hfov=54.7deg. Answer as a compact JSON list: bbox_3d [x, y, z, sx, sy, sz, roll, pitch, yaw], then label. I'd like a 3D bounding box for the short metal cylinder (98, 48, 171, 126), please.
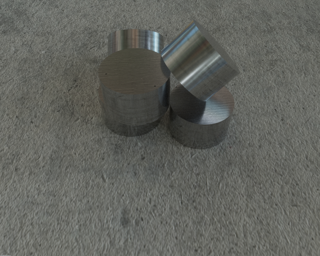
[{"bbox_3d":[-0.028,-0.049,0.364,0.081,0.050,0.080,0,50,0],"label":"short metal cylinder"}]

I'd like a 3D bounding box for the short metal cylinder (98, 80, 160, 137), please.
[{"bbox_3d":[-0.039,-0.034,0.416,0.081,0.050,0.080,0,50,0],"label":"short metal cylinder"}]

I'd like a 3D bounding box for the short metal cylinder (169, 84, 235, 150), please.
[{"bbox_3d":[0.052,-0.019,0.404,0.081,0.050,0.080,0,50,0],"label":"short metal cylinder"}]

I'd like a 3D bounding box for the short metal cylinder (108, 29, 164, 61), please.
[{"bbox_3d":[-0.035,-0.105,0.449,0.081,0.080,0.050,0,89,-1],"label":"short metal cylinder"}]

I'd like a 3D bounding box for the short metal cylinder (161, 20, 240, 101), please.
[{"bbox_3d":[0.047,-0.078,0.361,0.050,0.080,0.080,-41,49,22],"label":"short metal cylinder"}]
